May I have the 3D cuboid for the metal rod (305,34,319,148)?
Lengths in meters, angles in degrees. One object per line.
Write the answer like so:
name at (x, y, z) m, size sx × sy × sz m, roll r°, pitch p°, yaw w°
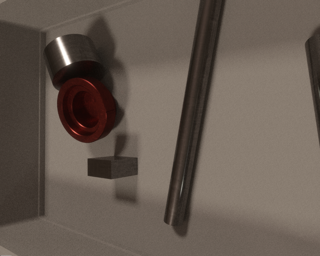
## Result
metal rod at (0.133, 0.054, 0.219) m, size 0.025 × 0.025 × 0.299 m, roll -17°, pitch 55°, yaw 38°

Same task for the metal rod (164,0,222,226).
metal rod at (0.040, -0.028, 0.372) m, size 0.025 × 0.025 × 0.298 m, roll 15°, pitch 99°, yaw 38°

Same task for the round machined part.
round machined part at (-0.105, -0.030, 0.469) m, size 0.098 × 0.042 × 0.097 m, roll 9°, pitch 109°, yaw 29°

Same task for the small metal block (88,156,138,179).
small metal block at (-0.068, 0.055, 0.444) m, size 0.050 × 0.050 × 0.025 m, roll -1°, pitch 90°, yaw 39°

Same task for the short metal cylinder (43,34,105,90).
short metal cylinder at (-0.132, -0.098, 0.477) m, size 0.080 × 0.081 × 0.050 m, roll -38°, pitch 67°, yaw 33°
